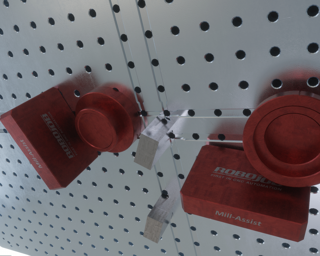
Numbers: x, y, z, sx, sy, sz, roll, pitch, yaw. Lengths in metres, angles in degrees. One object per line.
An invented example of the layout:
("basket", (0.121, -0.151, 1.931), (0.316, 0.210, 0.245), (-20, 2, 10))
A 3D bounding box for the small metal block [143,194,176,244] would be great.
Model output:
("small metal block", (-0.001, 0.141, 0.483), (0.025, 0.050, 0.050), (22, 127, 15))

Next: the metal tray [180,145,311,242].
("metal tray", (0.099, 0.068, 0.356), (0.130, 0.090, 0.030), (9, 130, 23))

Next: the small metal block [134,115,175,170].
("small metal block", (-0.007, 0.019, 0.411), (0.025, 0.050, 0.050), (26, 128, 12))

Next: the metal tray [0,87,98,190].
("metal tray", (-0.158, 0.015, 0.461), (0.030, 0.090, 0.130), (-18, 109, 35))

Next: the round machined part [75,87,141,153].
("round machined part", (-0.080, -0.005, 0.439), (0.098, 0.042, 0.097), (13, 124, 21))

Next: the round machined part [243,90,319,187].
("round machined part", (0.140, 0.009, 0.324), (0.098, 0.042, 0.097), (8, 111, 23))
